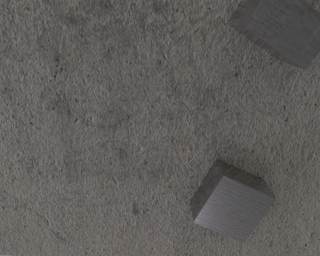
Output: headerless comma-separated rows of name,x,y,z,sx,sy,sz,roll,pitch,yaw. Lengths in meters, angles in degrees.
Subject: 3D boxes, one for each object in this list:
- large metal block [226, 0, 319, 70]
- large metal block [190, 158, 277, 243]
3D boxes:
large metal block,0.128,-0.113,0.340,0.080,0.080,0.050,31,107,-11
large metal block,0.099,0.102,0.435,0.080,0.050,0.080,25,108,-9
